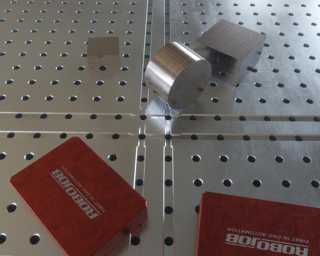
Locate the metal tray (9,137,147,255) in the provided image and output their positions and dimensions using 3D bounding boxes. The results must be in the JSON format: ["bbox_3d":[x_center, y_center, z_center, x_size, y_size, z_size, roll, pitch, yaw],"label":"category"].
[{"bbox_3d":[-0.088,0.076,0.339,0.130,0.030,0.091,37,59,27],"label":"metal tray"}]

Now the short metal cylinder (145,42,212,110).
[{"bbox_3d":[0.026,-0.072,0.433,0.081,0.080,0.050,-32,57,-24],"label":"short metal cylinder"}]

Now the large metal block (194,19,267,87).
[{"bbox_3d":[0.110,-0.122,0.496,0.080,0.050,0.080,31,56,23],"label":"large metal block"}]

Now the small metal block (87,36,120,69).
[{"bbox_3d":[-0.092,-0.125,0.512,0.050,0.025,0.050,-4,50,-4],"label":"small metal block"}]

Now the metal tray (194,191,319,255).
[{"bbox_3d":[0.102,0.118,0.307,0.131,0.030,0.090,7,50,5],"label":"metal tray"}]
